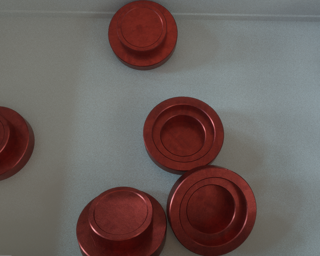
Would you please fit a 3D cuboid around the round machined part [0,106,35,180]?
[{"bbox_3d":[-0.216,0.016,0.392,0.099,0.042,0.098,0,70,-1],"label":"round machined part"}]

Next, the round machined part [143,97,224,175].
[{"bbox_3d":[0.029,0.012,0.395,0.099,0.042,0.098,0,68,0],"label":"round machined part"}]

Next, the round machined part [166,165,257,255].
[{"bbox_3d":[0.056,0.091,0.357,0.099,0.042,0.097,0,91,-8],"label":"round machined part"}]

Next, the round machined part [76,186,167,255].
[{"bbox_3d":[-0.041,0.103,0.339,0.099,0.042,0.098,1,39,-1],"label":"round machined part"}]

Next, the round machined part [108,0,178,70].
[{"bbox_3d":[-0.024,-0.134,0.437,0.099,0.042,0.097,0,85,0],"label":"round machined part"}]
